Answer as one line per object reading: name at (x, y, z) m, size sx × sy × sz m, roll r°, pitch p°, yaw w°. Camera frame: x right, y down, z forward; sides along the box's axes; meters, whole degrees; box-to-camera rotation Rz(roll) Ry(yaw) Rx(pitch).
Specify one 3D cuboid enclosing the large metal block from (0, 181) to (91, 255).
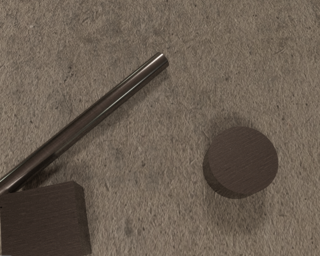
large metal block at (-0.128, 0.111, 0.353) m, size 0.081 × 0.050 × 0.080 m, roll -11°, pitch 71°, yaw -5°

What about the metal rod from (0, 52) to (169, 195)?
metal rod at (-0.105, -0.002, 0.407) m, size 0.301 × 0.025 × 0.025 m, roll -42°, pitch 76°, yaw -14°

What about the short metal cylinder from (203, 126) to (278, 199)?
short metal cylinder at (0.096, 0.044, 0.380) m, size 0.081 × 0.050 × 0.080 m, roll 0°, pitch 70°, yaw 0°
